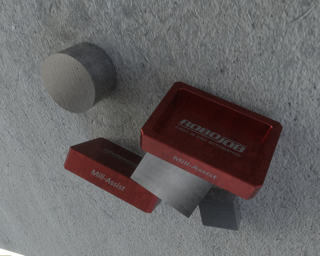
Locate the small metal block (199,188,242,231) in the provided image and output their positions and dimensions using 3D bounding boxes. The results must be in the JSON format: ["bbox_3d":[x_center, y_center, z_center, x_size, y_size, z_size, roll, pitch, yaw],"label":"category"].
[{"bbox_3d":[0.084,0.112,0.432,0.050,0.025,0.050,0,119,28],"label":"small metal block"}]

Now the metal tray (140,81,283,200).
[{"bbox_3d":[0.055,0.009,0.337,0.130,0.090,0.030,25,145,13],"label":"metal tray"}]

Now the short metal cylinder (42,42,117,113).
[{"bbox_3d":[-0.104,-0.066,0.405,0.080,0.050,0.079,13,124,21],"label":"short metal cylinder"}]

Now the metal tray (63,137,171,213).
[{"bbox_3d":[-0.051,0.059,0.425,0.130,0.090,0.030,25,103,12],"label":"metal tray"}]

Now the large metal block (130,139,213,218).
[{"bbox_3d":[0.020,0.054,0.385,0.080,0.080,0.050,34,103,6],"label":"large metal block"}]
